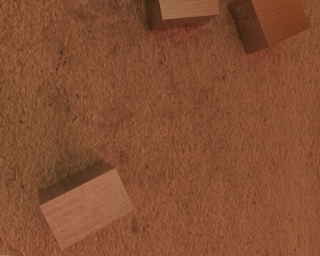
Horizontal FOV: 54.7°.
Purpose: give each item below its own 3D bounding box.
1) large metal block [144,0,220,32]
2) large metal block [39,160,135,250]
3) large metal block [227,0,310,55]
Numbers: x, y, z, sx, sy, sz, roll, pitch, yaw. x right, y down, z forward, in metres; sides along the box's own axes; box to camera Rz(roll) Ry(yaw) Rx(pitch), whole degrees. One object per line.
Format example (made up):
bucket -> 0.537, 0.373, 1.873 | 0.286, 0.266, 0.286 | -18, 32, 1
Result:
large metal block -> 0.024, -0.177, 0.404 | 0.081, 0.050, 0.080 | -13, 95, -20
large metal block -> -0.085, 0.080, 0.349 | 0.081, 0.080, 0.050 | -26, 99, -18
large metal block -> 0.159, -0.164, 0.454 | 0.081, 0.050, 0.080 | -27, 99, -18
